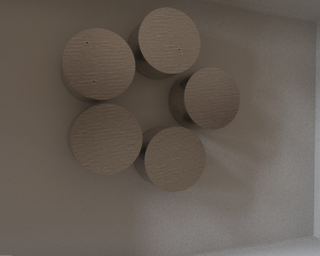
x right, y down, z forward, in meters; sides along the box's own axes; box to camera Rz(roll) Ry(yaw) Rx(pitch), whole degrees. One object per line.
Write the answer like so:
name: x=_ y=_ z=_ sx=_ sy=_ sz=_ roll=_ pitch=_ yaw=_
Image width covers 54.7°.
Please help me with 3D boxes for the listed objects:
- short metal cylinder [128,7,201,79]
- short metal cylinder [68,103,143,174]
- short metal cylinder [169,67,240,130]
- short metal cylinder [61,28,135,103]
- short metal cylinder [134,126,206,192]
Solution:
short metal cylinder: x=0.004 y=-0.105 z=0.396 sx=0.081 sy=0.050 sz=0.080 roll=0 pitch=90 yaw=-20
short metal cylinder: x=-0.067 y=0.012 z=0.370 sx=0.081 sy=0.050 sz=0.080 roll=0 pitch=90 yaw=-20
short metal cylinder: x=0.059 y=-0.038 z=0.416 sx=0.081 sy=0.050 sz=0.080 roll=0 pitch=90 yaw=-20
short metal cylinder: x=-0.075 y=-0.071 z=0.367 sx=0.081 sy=0.050 sz=0.080 roll=0 pitch=90 yaw=-20
short metal cylinder: x=0.011 y=0.038 z=0.399 sx=0.081 sy=0.050 sz=0.080 roll=0 pitch=90 yaw=-20
